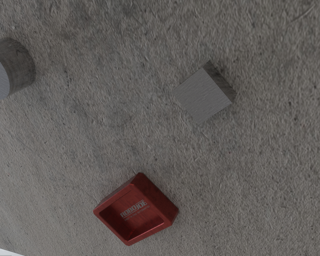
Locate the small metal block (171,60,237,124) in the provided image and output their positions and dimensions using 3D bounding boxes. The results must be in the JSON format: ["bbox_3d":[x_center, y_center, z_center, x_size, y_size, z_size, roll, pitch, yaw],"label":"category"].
[{"bbox_3d":[0.051,-0.040,0.355,0.050,0.025,0.050,49,129,-7],"label":"small metal block"}]

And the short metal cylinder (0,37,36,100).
[{"bbox_3d":[-0.235,-0.089,0.460,0.080,0.050,0.079,13,124,21],"label":"short metal cylinder"}]

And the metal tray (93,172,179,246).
[{"bbox_3d":[-0.043,0.138,0.511,0.090,0.030,0.129,46,129,-5],"label":"metal tray"}]
